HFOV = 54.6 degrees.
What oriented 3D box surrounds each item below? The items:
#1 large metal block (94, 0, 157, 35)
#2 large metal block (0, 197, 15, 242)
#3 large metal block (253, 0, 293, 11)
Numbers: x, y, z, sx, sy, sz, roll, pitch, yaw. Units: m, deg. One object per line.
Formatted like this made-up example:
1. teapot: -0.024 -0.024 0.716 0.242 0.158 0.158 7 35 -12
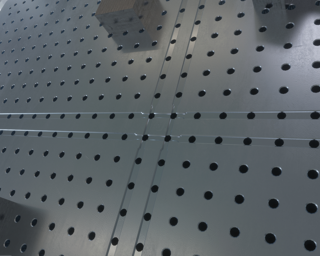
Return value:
1. large metal block: -0.059 -0.220 0.560 0.080 0.050 0.080 2 63 29
2. large metal block: -0.267 0.131 0.434 0.050 0.080 0.080 -5 60 26
3. large metal block: 0.163 -0.224 0.425 0.050 0.080 0.080 26 76 37
